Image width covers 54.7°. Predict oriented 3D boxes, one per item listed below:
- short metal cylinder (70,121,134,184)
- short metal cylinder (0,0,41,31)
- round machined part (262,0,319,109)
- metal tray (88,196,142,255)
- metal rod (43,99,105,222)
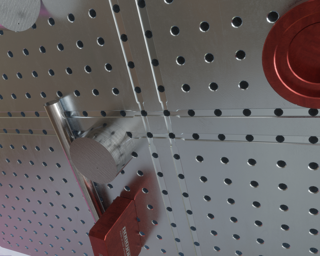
[{"bbox_3d":[-0.086,0.036,0.463,0.080,0.050,0.079,13,124,21],"label":"short metal cylinder"},{"bbox_3d":[-0.196,-0.161,0.379,0.050,0.080,0.079,11,123,22],"label":"short metal cylinder"},{"bbox_3d":[0.146,-0.070,0.280,0.098,0.042,0.097,13,124,21],"label":"round machined part"},{"bbox_3d":[-0.071,0.194,0.526,0.030,0.090,0.129,9,123,23],"label":"metal tray"},{"bbox_3d":[-0.130,0.092,0.536,0.025,0.025,0.298,-1,118,29],"label":"metal rod"}]
